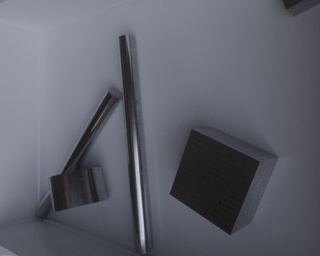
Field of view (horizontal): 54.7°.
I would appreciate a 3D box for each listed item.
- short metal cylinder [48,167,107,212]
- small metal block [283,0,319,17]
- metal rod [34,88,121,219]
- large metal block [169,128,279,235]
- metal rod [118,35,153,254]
[{"bbox_3d":[-0.124,0.093,0.471,0.080,0.081,0.050,-21,77,38],"label":"short metal cylinder"},{"bbox_3d":[0.139,-0.143,0.291,0.050,0.025,0.050,-24,75,37],"label":"small metal block"},{"bbox_3d":[-0.146,0.055,0.523,0.025,0.025,0.298,51,120,27],"label":"metal rod"},{"bbox_3d":[0.067,0.052,0.334,0.080,0.050,0.079,28,107,36],"label":"large metal block"},{"bbox_3d":[-0.035,0.019,0.433,0.025,0.025,0.298,-8,85,39],"label":"metal rod"}]
